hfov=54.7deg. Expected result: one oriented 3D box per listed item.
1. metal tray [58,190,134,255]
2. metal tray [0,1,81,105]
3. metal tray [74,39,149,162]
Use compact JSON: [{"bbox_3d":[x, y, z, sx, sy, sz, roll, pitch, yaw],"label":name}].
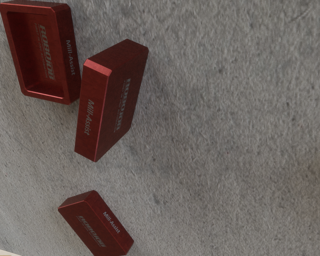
[{"bbox_3d":[-0.119,0.182,0.577,0.090,0.030,0.130,-23,106,36],"label":"metal tray"},{"bbox_3d":[-0.158,-0.101,0.421,0.090,0.030,0.129,13,124,20],"label":"metal tray"},{"bbox_3d":[-0.059,-0.032,0.374,0.030,0.090,0.129,26,128,12],"label":"metal tray"}]
